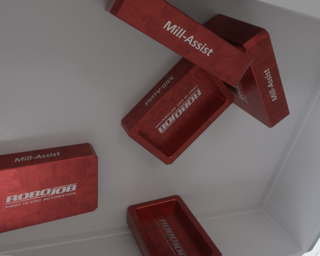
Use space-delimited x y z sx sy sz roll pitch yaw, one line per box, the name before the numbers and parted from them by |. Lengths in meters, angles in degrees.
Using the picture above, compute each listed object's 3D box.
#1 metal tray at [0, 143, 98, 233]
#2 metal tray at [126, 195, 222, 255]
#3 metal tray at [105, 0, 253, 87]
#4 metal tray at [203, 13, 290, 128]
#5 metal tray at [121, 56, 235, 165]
metal tray | -0.143 0.071 0.371 0.131 0.030 0.089 -8 122 -25
metal tray | 0.016 0.157 0.446 0.091 0.130 0.030 -7 122 -25
metal tray | 0.014 -0.091 0.297 0.131 0.090 0.030 26 104 -22
metal tray | 0.105 -0.069 0.380 0.030 0.090 0.130 -37 129 -3
metal tray | 0.026 -0.023 0.404 0.130 0.030 0.090 -46 129 3
